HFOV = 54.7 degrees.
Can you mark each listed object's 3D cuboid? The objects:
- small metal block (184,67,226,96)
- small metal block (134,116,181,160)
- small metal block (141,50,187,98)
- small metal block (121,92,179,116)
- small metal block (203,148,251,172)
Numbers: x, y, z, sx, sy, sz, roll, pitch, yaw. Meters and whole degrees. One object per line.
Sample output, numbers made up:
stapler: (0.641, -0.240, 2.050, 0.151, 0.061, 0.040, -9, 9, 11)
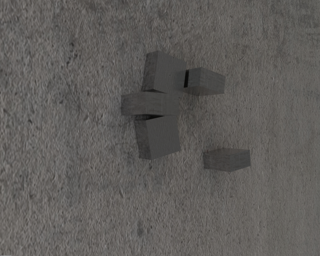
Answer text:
small metal block: (0.055, -0.063, 0.434, 0.050, 0.050, 0.025, 10, 84, -40)
small metal block: (-0.003, 0.010, 0.402, 0.050, 0.025, 0.050, -14, 100, -39)
small metal block: (0.006, -0.069, 0.409, 0.050, 0.025, 0.050, 12, 82, -39)
small metal block: (-0.013, -0.028, 0.377, 0.050, 0.050, 0.025, 0, 90, -40)
small metal block: (0.102, 0.048, 0.474, 0.050, 0.050, 0.025, -8, 95, -40)
